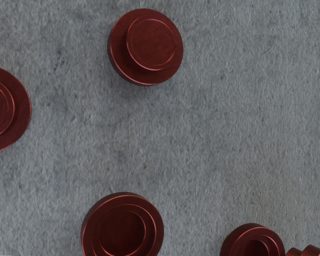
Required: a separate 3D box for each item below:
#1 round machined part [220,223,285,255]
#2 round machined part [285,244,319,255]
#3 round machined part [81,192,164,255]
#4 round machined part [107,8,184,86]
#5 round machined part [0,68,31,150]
[{"bbox_3d":[0.128,0.186,0.449,0.099,0.042,0.097,0,90,-20],"label":"round machined part"},{"bbox_3d":[0.210,0.221,0.466,0.099,0.042,0.097,-18,115,-42],"label":"round machined part"},{"bbox_3d":[-0.048,0.128,0.383,0.099,0.042,0.097,0,90,-21],"label":"round machined part"},{"bbox_3d":[-0.014,-0.104,0.395,0.099,0.042,0.097,0,90,-21],"label":"round machined part"},{"bbox_3d":[-0.191,-0.021,0.329,0.099,0.042,0.097,0,90,-21],"label":"round machined part"}]
